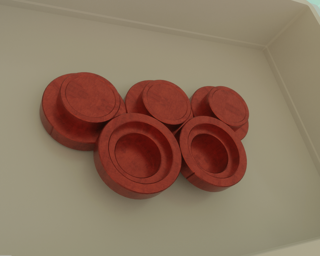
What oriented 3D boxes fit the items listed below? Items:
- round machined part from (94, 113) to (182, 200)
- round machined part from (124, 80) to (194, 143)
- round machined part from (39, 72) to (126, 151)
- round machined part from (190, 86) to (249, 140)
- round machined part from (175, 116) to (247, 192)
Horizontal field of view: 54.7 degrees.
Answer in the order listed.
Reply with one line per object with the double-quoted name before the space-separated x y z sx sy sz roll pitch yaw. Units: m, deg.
"round machined part" -0.028 0.035 0.356 0.099 0.042 0.098 14 56 -21
"round machined part" 0.001 -0.024 0.407 0.099 0.042 0.098 13 56 -20
"round machined part" -0.085 -0.026 0.361 0.099 0.042 0.098 14 55 -21
"round machined part" 0.090 -0.022 0.453 0.099 0.042 0.098 13 56 -20
"round machined part" 0.060 0.036 0.402 0.099 0.042 0.098 14 56 -21
